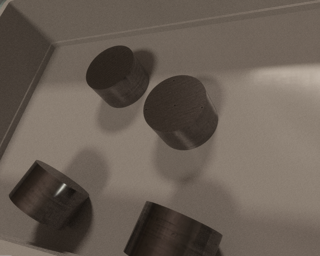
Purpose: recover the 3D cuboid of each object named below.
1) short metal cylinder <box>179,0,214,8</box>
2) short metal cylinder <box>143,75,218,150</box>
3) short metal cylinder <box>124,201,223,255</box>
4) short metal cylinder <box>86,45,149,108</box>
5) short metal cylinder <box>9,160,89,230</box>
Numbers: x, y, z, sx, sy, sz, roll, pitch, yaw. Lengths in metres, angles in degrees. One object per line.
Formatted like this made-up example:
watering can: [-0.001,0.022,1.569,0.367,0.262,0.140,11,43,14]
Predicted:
short metal cylinder: [0.060,-0.247,0.511,0.080,0.050,0.080,-13,56,20]
short metal cylinder: [0.027,-0.019,0.386,0.080,0.050,0.080,-13,56,20]
short metal cylinder: [0.013,0.110,0.295,0.080,0.080,0.050,13,69,33]
short metal cylinder: [-0.063,-0.077,0.469,0.080,0.050,0.080,-13,56,20]
short metal cylinder: [-0.137,0.084,0.389,0.080,0.080,0.050,27,77,37]
